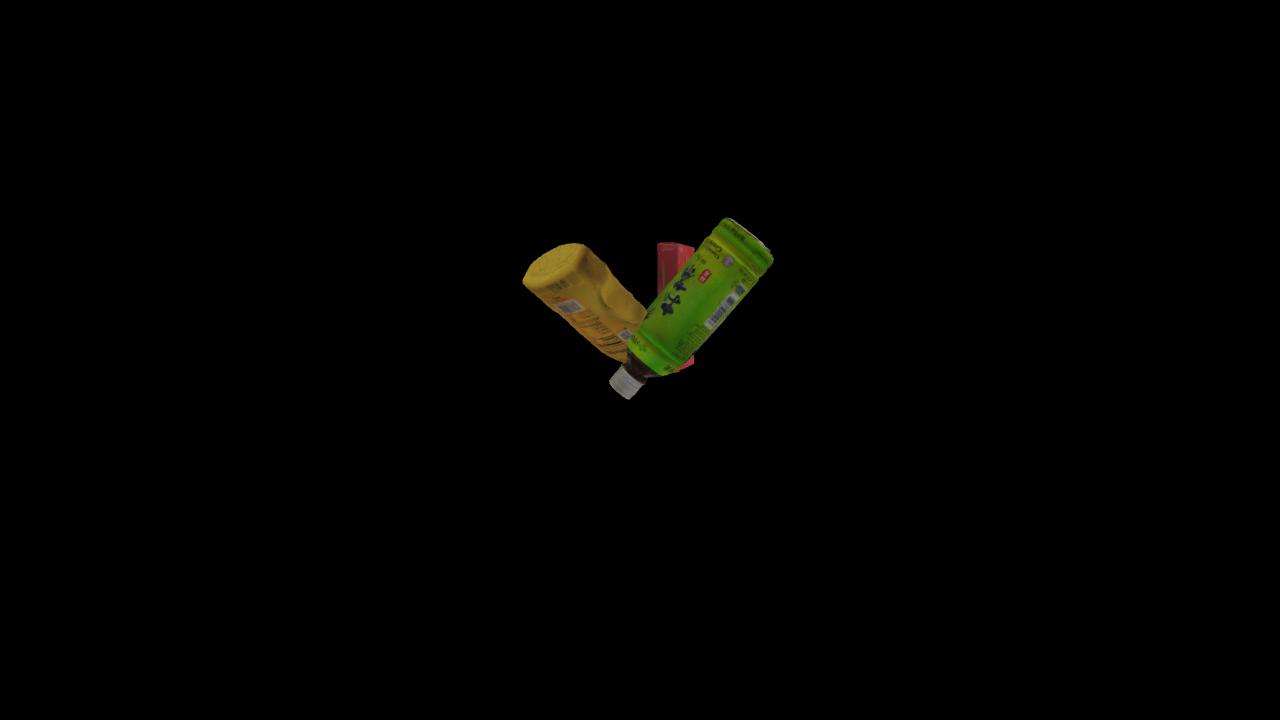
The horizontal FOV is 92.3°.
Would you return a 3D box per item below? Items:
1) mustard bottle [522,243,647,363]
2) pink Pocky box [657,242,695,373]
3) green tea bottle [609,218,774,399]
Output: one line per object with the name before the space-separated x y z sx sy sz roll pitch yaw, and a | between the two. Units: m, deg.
mustard bottle | -0.033 -0.043 0.655 0.092 0.054 0.184 -13 -44 39
pink Pocky box | 0.045 -0.065 0.762 0.029 0.155 0.084 2 7 19
green tea bottle | 0.046 -0.046 0.641 0.073 0.212 0.073 39 7 -6
